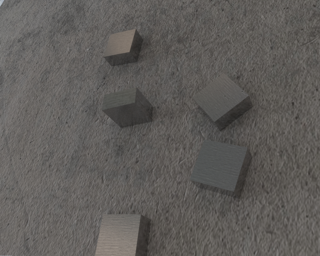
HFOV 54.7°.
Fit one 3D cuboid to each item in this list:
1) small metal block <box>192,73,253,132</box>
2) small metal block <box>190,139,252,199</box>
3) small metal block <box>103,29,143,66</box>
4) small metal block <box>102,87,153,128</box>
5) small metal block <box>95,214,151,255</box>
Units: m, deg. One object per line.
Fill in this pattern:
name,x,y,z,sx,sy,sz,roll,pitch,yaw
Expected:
small metal block,0.077,-0.032,0.383,0.050,0.025,0.050,-38,51,2
small metal block,0.068,0.044,0.341,0.050,0.025,0.050,10,67,32
small metal block,-0.061,-0.134,0.518,0.050,0.025,0.050,-4,60,26
small metal block,-0.044,-0.027,0.427,0.050,0.050,0.025,-11,57,22
small metal block,-0.041,0.125,0.349,0.050,0.025,0.050,-7,59,24
